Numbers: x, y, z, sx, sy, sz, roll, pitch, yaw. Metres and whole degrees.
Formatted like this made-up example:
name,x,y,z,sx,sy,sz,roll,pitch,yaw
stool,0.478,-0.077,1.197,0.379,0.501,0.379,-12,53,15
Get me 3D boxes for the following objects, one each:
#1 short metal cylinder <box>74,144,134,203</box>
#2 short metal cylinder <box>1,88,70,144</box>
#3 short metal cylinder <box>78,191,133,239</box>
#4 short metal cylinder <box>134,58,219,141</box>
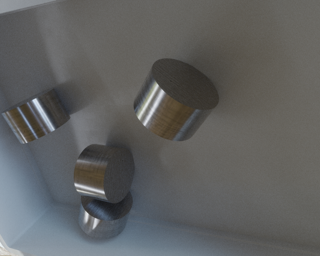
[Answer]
name,x,y,z,sx,sy,sz,roll,pitch,yaw
short metal cylinder,-0.080,0.066,0.456,0.050,0.080,0.079,6,121,25
short metal cylinder,-0.182,-0.019,0.457,0.080,0.080,0.050,-12,112,33
short metal cylinder,-0.088,0.130,0.500,0.080,0.080,0.050,26,128,12
short metal cylinder,0.017,-0.032,0.344,0.080,0.080,0.050,36,129,4
